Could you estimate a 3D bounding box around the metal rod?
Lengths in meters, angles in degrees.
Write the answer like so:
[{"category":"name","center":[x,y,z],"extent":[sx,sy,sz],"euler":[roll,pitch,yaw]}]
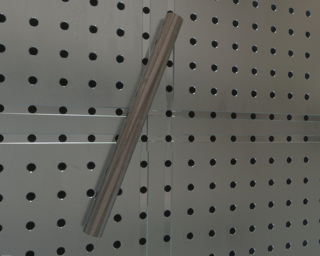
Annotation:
[{"category":"metal rod","center":[-0.032,-0.010,0.400],"extent":[0.025,0.025,0.299],"euler":[23,82,-19]}]
